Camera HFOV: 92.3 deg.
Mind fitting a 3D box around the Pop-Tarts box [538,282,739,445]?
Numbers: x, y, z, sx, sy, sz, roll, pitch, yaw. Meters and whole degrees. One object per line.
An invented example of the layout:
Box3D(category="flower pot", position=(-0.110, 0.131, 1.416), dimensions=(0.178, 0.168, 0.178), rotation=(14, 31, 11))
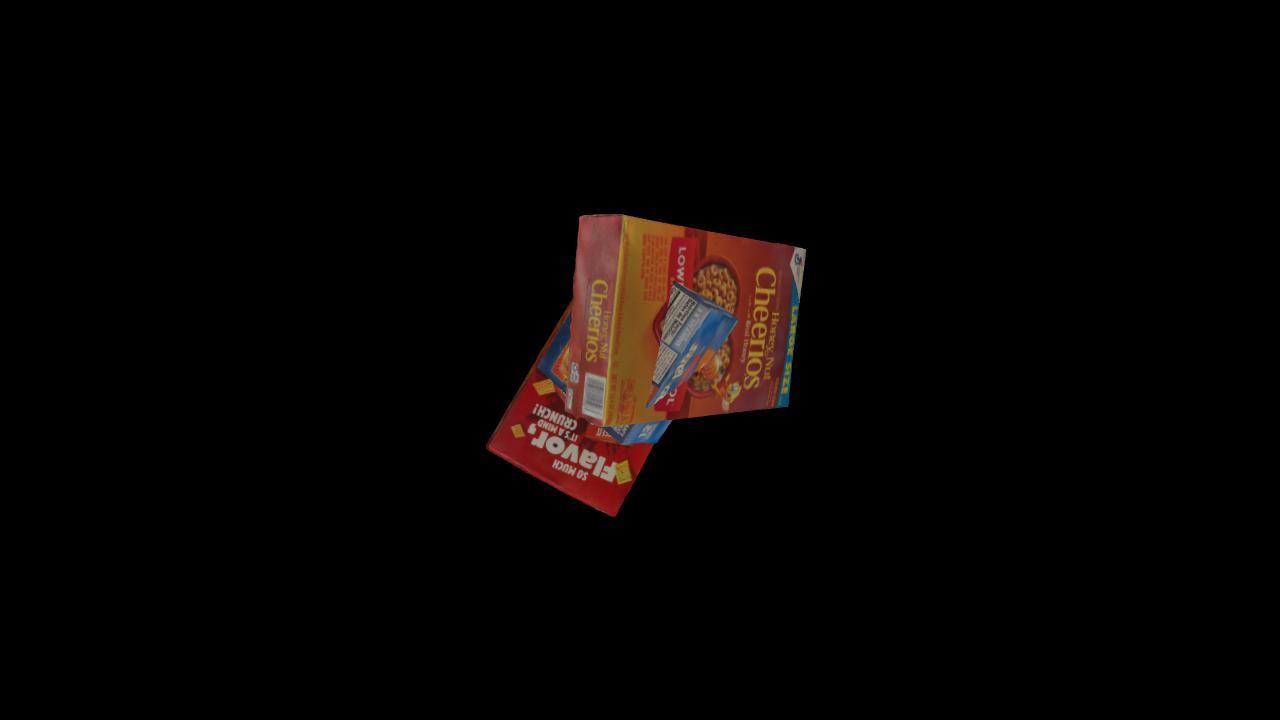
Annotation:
Box3D(category="Pop-Tarts box", position=(-0.004, -0.017, 0.660), dimensions=(0.141, 0.167, 0.083), rotation=(39, 16, 26))

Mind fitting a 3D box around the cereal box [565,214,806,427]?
Box3D(category="cereal box", position=(0.065, -0.041, 0.689), dimensions=(0.306, 0.203, 0.081), rotation=(0, 9, -42))

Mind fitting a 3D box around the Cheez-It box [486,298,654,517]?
Box3D(category="Cheez-It box", position=(-0.052, 0.046, 0.726), dimensions=(0.166, 0.223, 0.071), rotation=(31, -15, -11))
